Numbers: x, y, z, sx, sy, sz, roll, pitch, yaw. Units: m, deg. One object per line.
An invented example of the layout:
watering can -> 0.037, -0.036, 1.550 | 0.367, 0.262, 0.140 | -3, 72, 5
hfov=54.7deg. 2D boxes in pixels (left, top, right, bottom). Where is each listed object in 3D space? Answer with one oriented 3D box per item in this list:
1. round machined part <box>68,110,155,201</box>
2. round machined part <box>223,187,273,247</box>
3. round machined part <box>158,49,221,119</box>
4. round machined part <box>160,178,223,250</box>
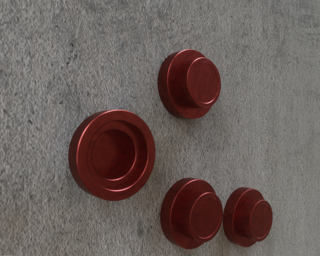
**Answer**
round machined part -> -0.056, 0.029, 0.347 | 0.099, 0.042, 0.097 | 0, 90, -40
round machined part -> 0.154, 0.152, 0.523 | 0.099, 0.042, 0.097 | 0, 90, -40
round machined part -> 0.048, -0.061, 0.433 | 0.099, 0.042, 0.097 | 0, 90, -40
round machined part -> 0.051, 0.122, 0.437 | 0.099, 0.042, 0.097 | 0, 90, -40
